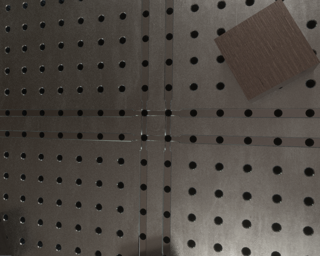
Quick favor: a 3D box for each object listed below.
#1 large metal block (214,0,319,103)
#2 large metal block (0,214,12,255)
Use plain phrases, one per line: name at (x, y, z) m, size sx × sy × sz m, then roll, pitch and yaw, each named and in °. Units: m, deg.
large metal block at (0.121, -0.084, 0.357) m, size 0.080 × 0.050 × 0.080 m, roll -29°, pitch 81°, yaw 17°
large metal block at (-0.298, 0.193, 0.502) m, size 0.080 × 0.050 × 0.080 m, roll -22°, pitch 83°, yaw 18°
